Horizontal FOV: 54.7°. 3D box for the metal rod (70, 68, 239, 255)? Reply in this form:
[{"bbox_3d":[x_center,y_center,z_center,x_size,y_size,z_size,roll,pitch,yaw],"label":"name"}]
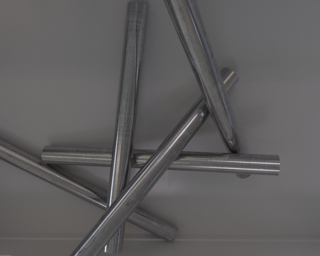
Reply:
[{"bbox_3d":[-0.006,0.047,0.368,0.025,0.025,0.300,42,82,-14],"label":"metal rod"}]

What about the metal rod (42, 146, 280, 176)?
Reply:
[{"bbox_3d":[-0.007,0.041,0.398,0.301,0.025,0.025,2,111,10],"label":"metal rod"}]

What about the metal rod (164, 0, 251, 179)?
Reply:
[{"bbox_3d":[0.061,-0.034,0.335,0.025,0.025,0.299,-24,133,8],"label":"metal rod"}]

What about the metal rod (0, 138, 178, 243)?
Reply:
[{"bbox_3d":[-0.108,0.090,0.443,0.301,0.025,0.025,29,107,-11],"label":"metal rod"}]

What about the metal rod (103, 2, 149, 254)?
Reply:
[{"bbox_3d":[-0.043,0.005,0.375,0.025,0.025,0.298,6,96,-3],"label":"metal rod"}]
